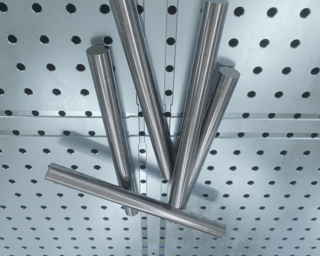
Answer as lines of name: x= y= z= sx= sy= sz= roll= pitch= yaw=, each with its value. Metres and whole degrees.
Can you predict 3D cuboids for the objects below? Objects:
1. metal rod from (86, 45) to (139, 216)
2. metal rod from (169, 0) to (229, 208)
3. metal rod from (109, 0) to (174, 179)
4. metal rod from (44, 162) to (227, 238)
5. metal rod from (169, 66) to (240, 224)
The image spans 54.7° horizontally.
metal rod: x=-0.058 y=0.028 z=0.434 sx=0.025 sy=0.025 sz=0.298 roll=-3 pitch=130 yaw=2
metal rod: x=0.041 y=-0.006 z=0.392 sx=0.025 sy=0.025 sz=0.298 roll=4 pitch=126 yaw=-4
metal rod: x=-0.016 y=-0.043 z=0.374 sx=0.025 sy=0.025 sz=0.298 roll=-9 pitch=130 yaw=7
metal rod: x=-0.024 y=0.117 z=0.476 sx=0.302 sy=0.025 sz=0.025 roll=24 pitch=126 yaw=-20
metal rod: x=0.053 y=0.047 z=0.452 sx=0.025 sy=0.025 sz=0.298 roll=8 pitch=130 yaw=-7
